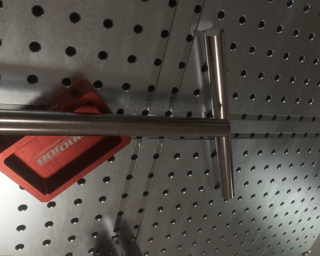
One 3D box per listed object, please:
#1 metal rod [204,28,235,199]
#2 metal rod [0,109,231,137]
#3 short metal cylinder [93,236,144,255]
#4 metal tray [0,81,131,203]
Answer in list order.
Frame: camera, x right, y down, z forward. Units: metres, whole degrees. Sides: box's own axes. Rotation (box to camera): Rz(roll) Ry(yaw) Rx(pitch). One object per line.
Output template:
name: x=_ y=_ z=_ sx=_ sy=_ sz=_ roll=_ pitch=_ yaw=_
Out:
metal rod: x=0.093 y=0.000 z=0.464 sx=0.025 sy=0.025 sz=0.298 roll=-24 pitch=128 yaw=-14
metal rod: x=-0.044 y=-0.003 z=0.346 sx=0.303 sy=0.025 sz=0.025 roll=1 pitch=118 yaw=-30
short metal cylinder: x=-0.063 y=0.223 z=0.500 sx=0.081 sy=0.050 sz=0.079 roll=-14 pitch=125 yaw=-21
metal tray: x=-0.110 y=0.018 z=0.359 sx=0.130 sy=0.030 sz=0.090 roll=-36 pitch=130 yaw=-5
